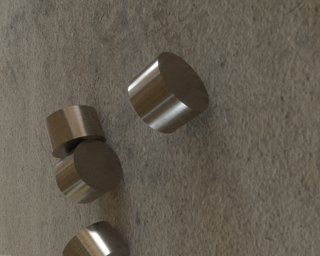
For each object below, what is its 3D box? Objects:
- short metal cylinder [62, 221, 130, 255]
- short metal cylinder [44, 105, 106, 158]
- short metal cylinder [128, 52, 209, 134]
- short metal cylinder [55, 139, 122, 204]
[{"bbox_3d":[-0.090,0.180,0.441,0.050,0.081,0.079,42,115,31],"label":"short metal cylinder"},{"bbox_3d":[-0.129,0.007,0.472,0.080,0.081,0.050,-35,67,34],"label":"short metal cylinder"},{"bbox_3d":[0.011,-0.040,0.359,0.050,0.081,0.080,-36,68,34],"label":"short metal cylinder"},{"bbox_3d":[-0.103,0.063,0.451,0.050,0.081,0.080,-36,68,34],"label":"short metal cylinder"}]
